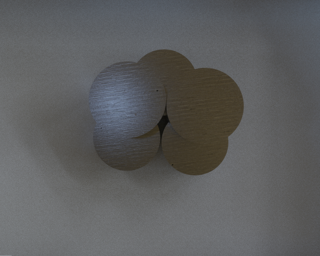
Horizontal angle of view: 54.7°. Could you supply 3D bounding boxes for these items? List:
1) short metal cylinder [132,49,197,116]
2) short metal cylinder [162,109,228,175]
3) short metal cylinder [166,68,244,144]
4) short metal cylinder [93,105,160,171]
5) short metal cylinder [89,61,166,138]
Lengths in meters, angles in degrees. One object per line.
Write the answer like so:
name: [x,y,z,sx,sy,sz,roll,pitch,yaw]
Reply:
short metal cylinder: [0.005,-0.055,0.397,0.081,0.050,0.080,0,90,0]
short metal cylinder: [0.042,0.017,0.397,0.081,0.050,0.080,0,90,0]
short metal cylinder: [0.047,-0.023,0.347,0.081,0.050,0.080,0,90,0]
short metal cylinder: [-0.040,0.011,0.397,0.081,0.050,0.080,0,90,0]
short metal cylinder: [-0.034,-0.030,0.347,0.081,0.050,0.080,0,90,0]
